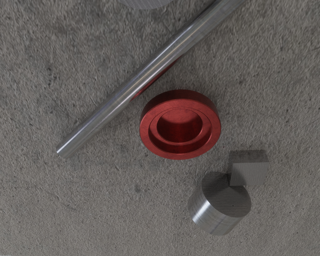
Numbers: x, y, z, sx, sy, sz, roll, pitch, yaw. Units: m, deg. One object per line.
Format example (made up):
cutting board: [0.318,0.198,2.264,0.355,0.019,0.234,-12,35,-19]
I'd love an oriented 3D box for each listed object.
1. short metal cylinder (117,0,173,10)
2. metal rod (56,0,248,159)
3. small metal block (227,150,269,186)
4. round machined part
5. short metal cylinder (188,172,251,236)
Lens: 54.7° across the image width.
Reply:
short metal cylinder: [-0.013,-0.150,0.263,0.081,0.050,0.079,0,130,0]
metal rod: [-0.029,-0.050,0.364,0.025,0.025,0.299,37,121,-27]
small metal block: [0.129,0.059,0.459,0.050,0.025,0.050,-2,130,1]
round machined part: [0.025,-0.008,0.389,0.099,0.042,0.097,0,130,0]
short metal cylinder: [0.089,0.113,0.469,0.081,0.080,0.050,16,128,-13]
